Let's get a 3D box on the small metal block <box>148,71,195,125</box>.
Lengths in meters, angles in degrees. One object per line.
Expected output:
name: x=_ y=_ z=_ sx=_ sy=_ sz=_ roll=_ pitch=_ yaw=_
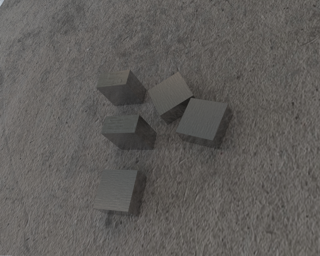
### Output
small metal block: x=0.018 y=-0.041 z=0.419 sx=0.050 sy=0.025 sz=0.050 roll=-31 pitch=52 yaw=8

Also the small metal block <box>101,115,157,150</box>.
small metal block: x=-0.039 y=0.007 z=0.404 sx=0.050 sy=0.050 sz=0.025 roll=-2 pitch=61 yaw=27

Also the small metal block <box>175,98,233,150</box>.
small metal block: x=0.055 y=-0.006 z=0.379 sx=0.050 sy=0.025 sz=0.050 roll=13 pitch=68 yaw=33

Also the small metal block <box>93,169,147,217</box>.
small metal block: x=-0.048 y=0.079 z=0.381 sx=0.050 sy=0.025 sz=0.050 roll=-2 pitch=61 yaw=27

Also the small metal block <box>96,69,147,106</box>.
small metal block: x=-0.055 y=-0.057 z=0.452 sx=0.050 sy=0.050 sz=0.025 roll=-2 pitch=61 yaw=27
